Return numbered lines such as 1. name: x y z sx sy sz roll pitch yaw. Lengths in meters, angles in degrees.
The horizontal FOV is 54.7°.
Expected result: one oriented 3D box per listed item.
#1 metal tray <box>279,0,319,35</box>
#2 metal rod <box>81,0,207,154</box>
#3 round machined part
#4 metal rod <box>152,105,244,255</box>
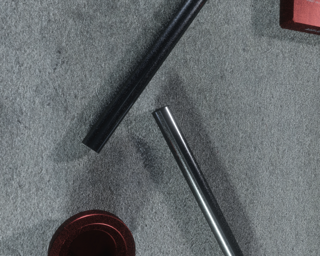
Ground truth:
1. metal tray: 0.258 -0.202 0.504 0.131 0.030 0.089 2 89 -21
2. metal rod: -0.003 -0.097 0.408 0.025 0.025 0.300 38 78 -17
3. round machined part: -0.082 0.146 0.370 0.099 0.042 0.097 0 90 -21
4. metal rod: 0.067 0.106 0.435 0.025 0.025 0.299 -30 100 -18
